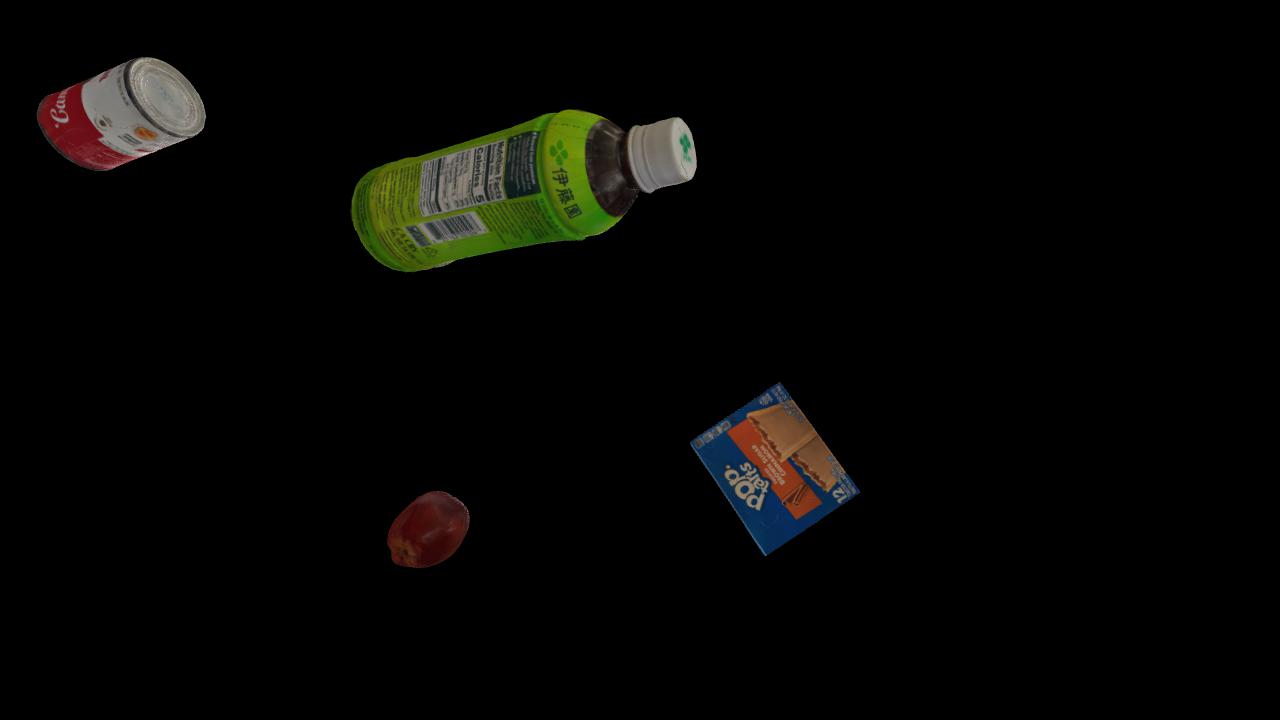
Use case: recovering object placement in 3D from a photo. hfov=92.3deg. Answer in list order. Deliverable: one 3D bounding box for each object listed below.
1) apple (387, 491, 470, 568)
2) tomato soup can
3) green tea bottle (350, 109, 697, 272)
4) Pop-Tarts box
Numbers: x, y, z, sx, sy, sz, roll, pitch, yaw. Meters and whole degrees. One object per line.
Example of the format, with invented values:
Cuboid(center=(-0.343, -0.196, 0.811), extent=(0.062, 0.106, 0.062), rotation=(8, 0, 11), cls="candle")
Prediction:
Cuboid(center=(-0.232, 0.188, 0.682), extent=(0.079, 0.079, 0.093), rotation=(0, 12, 19), cls="apple")
Cuboid(center=(-0.440, -0.209, 0.526), extent=(0.101, 0.068, 0.068), rotation=(-12, -3, 14), cls="tomato soup can")
Cuboid(center=(-0.070, -0.096, 0.351), extent=(0.212, 0.073, 0.073), rotation=(-2, -1, 30), cls="green tea bottle")
Cuboid(center=(0.168, 0.138, 0.795), extent=(0.141, 0.167, 0.083), rotation=(-34, -13, 0), cls="Pop-Tarts box")
